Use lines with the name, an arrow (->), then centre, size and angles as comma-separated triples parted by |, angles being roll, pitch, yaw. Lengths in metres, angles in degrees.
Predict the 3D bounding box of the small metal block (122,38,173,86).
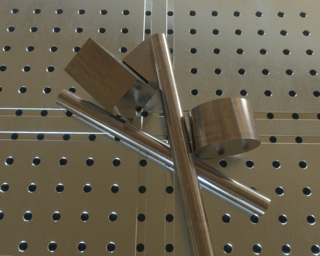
small metal block -> -0.018, -0.093, 0.445 | 0.050, 0.025, 0.050 | 41, 75, 13

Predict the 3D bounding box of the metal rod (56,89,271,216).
metal rod -> -0.003, 0.027, 0.401 | 0.301, 0.025, 0.025 | 28, 72, 9

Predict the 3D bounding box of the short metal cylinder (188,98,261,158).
short metal cylinder -> 0.078, 0.002, 0.382 | 0.081, 0.080, 0.050 | -6, 70, -2

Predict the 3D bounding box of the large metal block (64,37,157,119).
large metal block -> -0.060, -0.060, 0.397 | 0.080, 0.080, 0.050 | 42, 97, 13

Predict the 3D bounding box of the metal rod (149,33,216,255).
metal rod -> 0.023, 0.014, 0.379 | 0.025, 0.025, 0.299 | -10, 70, -4
